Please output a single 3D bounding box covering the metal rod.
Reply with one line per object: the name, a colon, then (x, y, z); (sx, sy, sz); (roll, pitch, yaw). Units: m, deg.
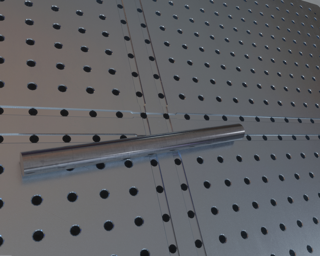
metal rod: (-0.010, 0.021, 0.389); (0.302, 0.025, 0.025); (-7, 65, -31)
